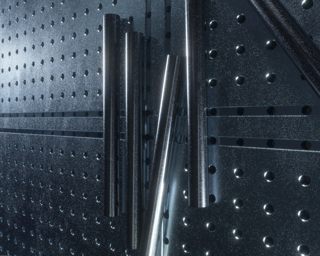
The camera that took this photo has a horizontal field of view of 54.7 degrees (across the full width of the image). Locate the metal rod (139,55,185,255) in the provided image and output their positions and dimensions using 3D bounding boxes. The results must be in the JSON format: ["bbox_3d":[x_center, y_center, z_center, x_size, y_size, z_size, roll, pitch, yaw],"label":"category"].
[{"bbox_3d":[0.001,0.057,0.406,0.025,0.025,0.298,13,98,39],"label":"metal rod"}]

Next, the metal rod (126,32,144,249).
[{"bbox_3d":[-0.036,0.017,0.436,0.025,0.025,0.298,0,90,39],"label":"metal rod"}]

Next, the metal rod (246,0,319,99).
[{"bbox_3d":[0.127,-0.092,0.303,0.025,0.025,0.299,-40,66,32],"label":"metal rod"}]

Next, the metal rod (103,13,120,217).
[{"bbox_3d":[-0.073,-0.019,0.466,0.025,0.025,0.298,0,90,39],"label":"metal rod"}]

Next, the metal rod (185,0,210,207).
[{"bbox_3d":[0.044,-0.057,0.371,0.025,0.025,0.298,-2,89,39],"label":"metal rod"}]
